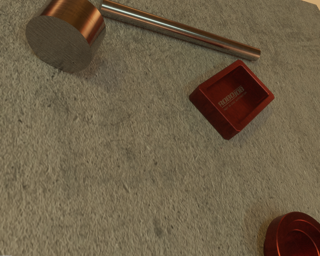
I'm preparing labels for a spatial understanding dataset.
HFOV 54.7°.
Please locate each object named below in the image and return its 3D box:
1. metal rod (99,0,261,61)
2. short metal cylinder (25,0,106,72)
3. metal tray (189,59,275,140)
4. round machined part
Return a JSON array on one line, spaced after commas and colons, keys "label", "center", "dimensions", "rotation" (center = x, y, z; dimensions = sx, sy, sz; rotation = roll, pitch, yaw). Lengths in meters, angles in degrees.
[{"label": "metal rod", "center": [0.047, -0.162, 0.529], "dimensions": [0.302, 0.025, 0.025], "rotation": [9, 58, -24]}, {"label": "short metal cylinder", "center": [-0.113, -0.116, 0.379], "dimensions": [0.080, 0.080, 0.050], "rotation": [26, 53, -13]}, {"label": "metal tray", "center": [0.118, -0.049, 0.496], "dimensions": [0.090, 0.030, 0.131], "rotation": [49, 51, 6]}, {"label": "round machined part", "center": [0.171, 0.159, 0.390], "dimensions": [0.099, 0.042, 0.098], "rotation": [14, 56, -21]}]
